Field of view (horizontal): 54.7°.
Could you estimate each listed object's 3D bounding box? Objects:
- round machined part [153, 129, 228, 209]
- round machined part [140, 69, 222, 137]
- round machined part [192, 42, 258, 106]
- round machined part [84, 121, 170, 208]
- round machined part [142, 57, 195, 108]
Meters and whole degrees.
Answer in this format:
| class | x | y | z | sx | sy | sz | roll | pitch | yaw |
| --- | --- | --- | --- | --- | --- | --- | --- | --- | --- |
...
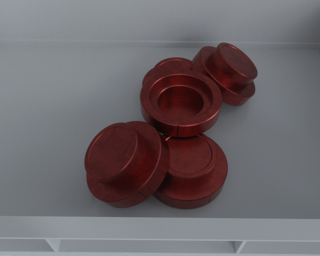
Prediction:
| class | x | y | z | sx | sy | sz | roll | pitch | yaw |
| --- | --- | --- | --- | --- | --- | --- | --- | --- | --- |
| round machined part | 0.030 | 0.040 | 0.359 | 0.099 | 0.042 | 0.098 | 0 | 50 | 0 |
| round machined part | 0.025 | -0.026 | 0.386 | 0.099 | 0.042 | 0.098 | 0 | 50 | 0 |
| round machined part | 0.097 | -0.081 | 0.434 | 0.099 | 0.042 | 0.098 | 22 | 43 | -22 |
| round machined part | -0.042 | 0.033 | 0.336 | 0.098 | 0.042 | 0.098 | -18 | 50 | 23 |
| round machined part | 0.024 | -0.065 | 0.446 | 0.099 | 0.042 | 0.098 | 0 | 50 | 0 |
